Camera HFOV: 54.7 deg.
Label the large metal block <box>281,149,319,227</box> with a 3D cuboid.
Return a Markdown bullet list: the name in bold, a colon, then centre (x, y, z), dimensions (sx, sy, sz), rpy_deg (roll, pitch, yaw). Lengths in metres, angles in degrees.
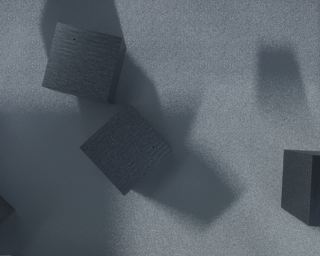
- **large metal block**: centre (0.193, 0.071, 0.385), dimensions (0.050, 0.080, 0.080), rpy_deg (3, 90, 0)

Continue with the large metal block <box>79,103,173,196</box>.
- **large metal block**: centre (-0.041, 0.026, 0.398), dimensions (0.080, 0.050, 0.080), rpy_deg (-42, 90, 0)

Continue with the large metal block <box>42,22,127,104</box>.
- **large metal block**: centre (-0.094, -0.080, 0.398), dimensions (0.080, 0.050, 0.080), rpy_deg (13, 90, 0)

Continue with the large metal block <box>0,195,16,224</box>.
- **large metal block**: centre (-0.243, 0.101, 0.382), dimensions (0.050, 0.080, 0.080), rpy_deg (-45, 90, 0)
